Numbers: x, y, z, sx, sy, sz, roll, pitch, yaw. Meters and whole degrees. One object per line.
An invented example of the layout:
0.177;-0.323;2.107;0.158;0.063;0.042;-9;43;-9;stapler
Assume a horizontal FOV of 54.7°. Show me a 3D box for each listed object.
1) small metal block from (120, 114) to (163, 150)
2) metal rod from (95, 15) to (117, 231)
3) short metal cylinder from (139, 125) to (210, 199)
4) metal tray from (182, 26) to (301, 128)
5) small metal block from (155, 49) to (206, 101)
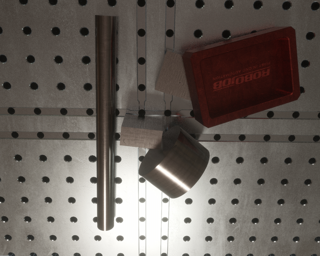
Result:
-0.023;0.004;0.401;0.050;0.050;0.025;6;110;-3;small metal block
-0.073;0.007;0.415;0.025;0.025;0.298;3;110;-2;metal rod
0.018;0.043;0.400;0.050;0.080;0.080;40;105;-14;short metal cylinder
0.100;-0.062;0.372;0.131;0.030;0.089;-17;110;-10;metal tray
0.025;-0.067;0.389;0.050;0.025;0.050;16;109;-7;small metal block
